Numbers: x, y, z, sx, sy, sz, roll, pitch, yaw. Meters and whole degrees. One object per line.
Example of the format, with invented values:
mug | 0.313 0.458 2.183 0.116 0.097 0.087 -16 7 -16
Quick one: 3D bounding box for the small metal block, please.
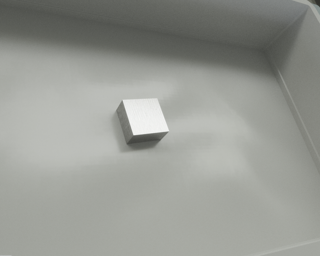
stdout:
small metal block | -0.023 -0.010 0.399 0.050 0.025 0.050 -6 65 -31
